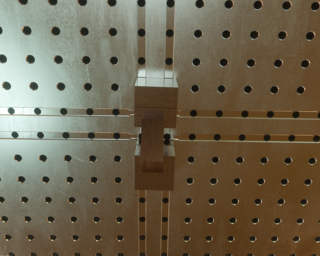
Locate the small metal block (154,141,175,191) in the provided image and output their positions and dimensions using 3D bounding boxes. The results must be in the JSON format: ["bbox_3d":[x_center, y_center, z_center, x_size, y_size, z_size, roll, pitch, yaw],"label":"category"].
[{"bbox_3d":[0.006,0.049,0.417,0.025,0.050,0.050,1,110,-1],"label":"small metal block"}]

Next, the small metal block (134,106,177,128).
[{"bbox_3d":[-0.006,-0.021,0.392,0.050,0.050,0.025,2,110,-1],"label":"small metal block"}]

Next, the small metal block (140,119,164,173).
[{"bbox_3d":[-0.008,0.022,0.364,0.025,0.050,0.050,1,68,0],"label":"small metal block"}]

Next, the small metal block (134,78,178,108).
[{"bbox_3d":[-0.005,-0.044,0.383,0.050,0.050,0.025,2,110,-1],"label":"small metal block"}]

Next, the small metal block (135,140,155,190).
[{"bbox_3d":[-0.020,0.049,0.418,0.025,0.050,0.050,1,110,-1],"label":"small metal block"}]
